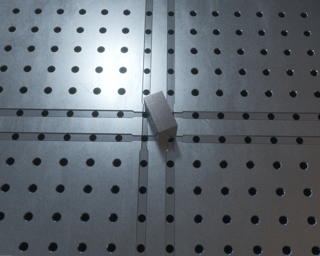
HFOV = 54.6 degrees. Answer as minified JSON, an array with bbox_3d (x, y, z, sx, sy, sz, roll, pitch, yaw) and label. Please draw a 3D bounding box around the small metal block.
[{"bbox_3d":[0.001,-0.012,0.403,0.025,0.050,0.050,-21,72,-7],"label":"small metal block"}]
